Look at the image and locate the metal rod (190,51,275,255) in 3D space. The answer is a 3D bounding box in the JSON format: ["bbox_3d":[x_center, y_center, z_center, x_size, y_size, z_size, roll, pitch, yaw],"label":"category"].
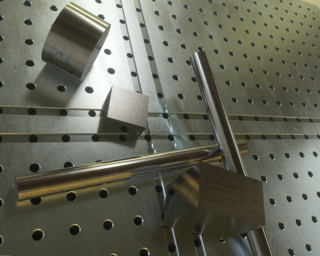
[{"bbox_3d":[0.093,0.038,0.404,0.025,0.025,0.299,-8,75,-32],"label":"metal rod"}]

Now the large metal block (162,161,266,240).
[{"bbox_3d":[0.059,0.086,0.352,0.080,0.080,0.050,20,54,-17],"label":"large metal block"}]

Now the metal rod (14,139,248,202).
[{"bbox_3d":[-0.009,0.044,0.376,0.303,0.025,0.025,-7,65,-31],"label":"metal rod"}]

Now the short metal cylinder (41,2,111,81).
[{"bbox_3d":[-0.102,-0.105,0.382,0.050,0.080,0.080,28,52,-11],"label":"short metal cylinder"}]

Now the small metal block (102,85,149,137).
[{"bbox_3d":[-0.044,-0.022,0.398,0.050,0.025,0.050,16,55,-19],"label":"small metal block"}]
